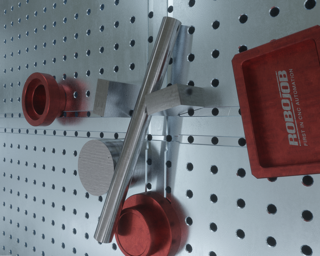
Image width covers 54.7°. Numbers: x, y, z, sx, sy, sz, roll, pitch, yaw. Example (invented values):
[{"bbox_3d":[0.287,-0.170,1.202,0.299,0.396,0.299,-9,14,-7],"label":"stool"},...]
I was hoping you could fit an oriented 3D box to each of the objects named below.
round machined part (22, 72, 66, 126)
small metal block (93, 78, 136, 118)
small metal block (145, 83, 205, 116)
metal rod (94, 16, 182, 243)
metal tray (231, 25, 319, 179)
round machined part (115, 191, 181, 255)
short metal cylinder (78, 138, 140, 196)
[{"bbox_3d":[-0.212,-0.052,0.574,0.098,0.042,0.097,0,90,40],"label":"round machined part"},{"bbox_3d":[-0.066,-0.042,0.448,0.025,0.050,0.050,17,101,39],"label":"small metal block"},{"bbox_3d":[0.018,-0.033,0.378,0.050,0.050,0.025,-15,80,39],"label":"small metal block"},{"bbox_3d":[-0.030,0.004,0.403,0.025,0.025,0.298,20,93,38],"label":"metal rod"},{"bbox_3d":[0.127,-0.020,0.301,0.090,0.030,0.129,-14,81,39],"label":"metal tray"},{"bbox_3d":[-0.024,0.138,0.418,0.098,0.042,0.097,0,90,40],"label":"round machined part"},{"bbox_3d":[-0.076,0.056,0.456,0.080,0.050,0.080,0,90,40],"label":"short metal cylinder"}]
